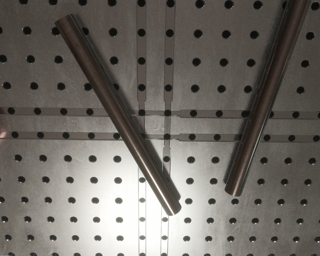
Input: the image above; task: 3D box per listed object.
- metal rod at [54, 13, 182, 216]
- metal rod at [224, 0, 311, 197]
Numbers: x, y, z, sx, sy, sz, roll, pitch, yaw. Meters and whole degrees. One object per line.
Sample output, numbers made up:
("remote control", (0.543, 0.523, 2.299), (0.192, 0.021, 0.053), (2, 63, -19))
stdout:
("metal rod", (-0.046, -0.004, 0.411), (0.025, 0.025, 0.299), (-25, 109, 8))
("metal rod", (0.138, -0.044, 0.398), (0.025, 0.025, 0.298), (12, 110, -5))
